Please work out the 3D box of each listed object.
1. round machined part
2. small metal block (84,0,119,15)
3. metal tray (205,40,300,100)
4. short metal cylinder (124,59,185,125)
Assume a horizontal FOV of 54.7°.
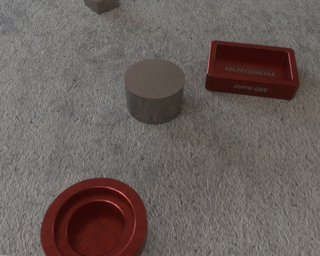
[{"bbox_3d":[-0.061,0.102,0.306,0.099,0.042,0.098,0,50,0],"label":"round machined part"},{"bbox_3d":[-0.117,-0.256,0.617,0.050,0.025,0.050,-33,58,-25],"label":"small metal block"},{"bbox_3d":[0.139,-0.091,0.478,0.131,0.030,0.090,8,50,6],"label":"metal tray"},{"bbox_3d":[-0.007,-0.051,0.430,0.081,0.050,0.080,0,50,0],"label":"short metal cylinder"}]
